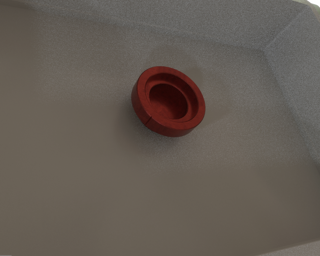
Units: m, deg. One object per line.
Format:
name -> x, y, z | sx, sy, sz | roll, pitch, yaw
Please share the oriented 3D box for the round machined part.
round machined part -> 0.008, -0.031, 0.413 | 0.099, 0.042, 0.098 | 13, 56, -21
